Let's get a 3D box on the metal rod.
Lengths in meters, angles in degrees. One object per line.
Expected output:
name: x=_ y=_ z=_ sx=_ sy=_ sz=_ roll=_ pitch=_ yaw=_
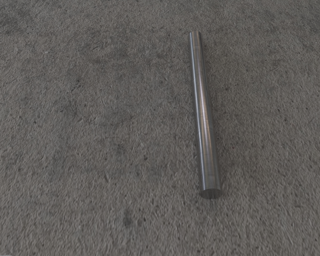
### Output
metal rod: x=0.059 y=-0.042 z=0.438 sx=0.025 sy=0.025 sz=0.300 roll=1 pitch=50 yaw=0
